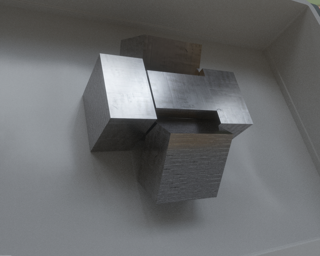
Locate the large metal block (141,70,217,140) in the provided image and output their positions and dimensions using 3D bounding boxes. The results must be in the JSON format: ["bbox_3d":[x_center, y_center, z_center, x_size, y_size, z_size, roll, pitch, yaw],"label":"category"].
[{"bbox_3d":[0.010,-0.024,0.389,0.081,0.080,0.050,1,62,-28],"label":"large metal block"}]

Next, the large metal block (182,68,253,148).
[{"bbox_3d":[0.068,-0.022,0.419,0.050,0.080,0.080,1,62,-28],"label":"large metal block"}]

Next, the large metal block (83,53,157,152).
[{"bbox_3d":[-0.050,-0.026,0.357,0.050,0.080,0.080,1,62,-28],"label":"large metal block"}]

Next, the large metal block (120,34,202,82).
[{"bbox_3d":[-0.003,-0.089,0.414,0.081,0.080,0.050,2,99,-28],"label":"large metal block"}]

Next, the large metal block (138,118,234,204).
[{"bbox_3d":[0.027,0.035,0.353,0.081,0.079,0.050,1,19,-29],"label":"large metal block"}]
